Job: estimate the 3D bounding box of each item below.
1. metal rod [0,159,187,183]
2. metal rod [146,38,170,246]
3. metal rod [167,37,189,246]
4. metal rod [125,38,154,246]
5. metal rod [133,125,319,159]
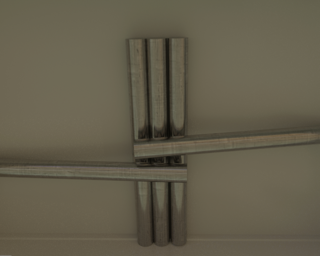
[{"bbox_3d":[-0.115,0.056,0.412,0.302,0.025,0.025,1,110,5],"label":"metal rod"},{"bbox_3d":[-0.001,0.032,0.422,0.025,0.025,0.298,-1,110,0],"label":"metal rod"},{"bbox_3d":[0.025,0.032,0.422,0.025,0.025,0.298,-1,110,0],"label":"metal rod"},{"bbox_3d":[-0.025,0.033,0.422,0.025,0.025,0.298,-1,110,0],"label":"metal rod"},{"bbox_3d":[0.118,0.016,0.399,0.302,0.025,0.025,-4,110,-6],"label":"metal rod"}]
